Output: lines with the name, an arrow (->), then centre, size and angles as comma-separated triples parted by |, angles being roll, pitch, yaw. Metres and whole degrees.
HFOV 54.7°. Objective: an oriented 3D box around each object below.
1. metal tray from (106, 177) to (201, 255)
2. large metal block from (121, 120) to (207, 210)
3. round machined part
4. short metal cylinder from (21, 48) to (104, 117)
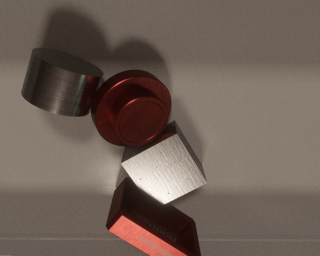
metal tray -> -0.006, 0.132, 0.425 | 0.130, 0.090, 0.030 | 36, 106, -13
large metal block -> 0.006, 0.049, 0.416 | 0.080, 0.050, 0.080 | -29, 108, 10
round machined part -> -0.029, -0.017, 0.374 | 0.099, 0.042, 0.097 | -16, 129, -21
short metal cylinder -> -0.113, -0.054, 0.361 | 0.080, 0.080, 0.050 | 21, 109, -8
